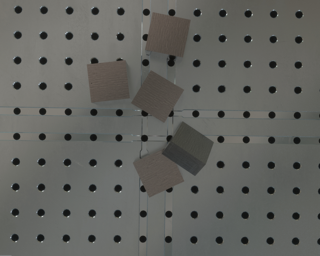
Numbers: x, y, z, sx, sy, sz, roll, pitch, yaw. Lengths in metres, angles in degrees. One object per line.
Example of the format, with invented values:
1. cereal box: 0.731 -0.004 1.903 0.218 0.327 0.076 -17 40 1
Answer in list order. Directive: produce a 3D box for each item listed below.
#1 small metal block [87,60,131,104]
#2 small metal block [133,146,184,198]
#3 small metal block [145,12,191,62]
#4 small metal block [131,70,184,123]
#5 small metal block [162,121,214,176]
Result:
1. small metal block: -0.067 -0.060 0.413 0.050 0.025 0.050 -7 90 0
2. small metal block: -0.002 0.057 0.413 0.050 0.025 0.050 -25 90 0
3. small metal block: 0.010 -0.121 0.413 0.050 0.025 0.050 11 90 0
4. small metal block: -0.003 -0.041 0.413 0.050 0.025 0.050 31 90 0
5. small metal block: 0.037 0.025 0.399 0.050 0.050 0.025 34 126 0
